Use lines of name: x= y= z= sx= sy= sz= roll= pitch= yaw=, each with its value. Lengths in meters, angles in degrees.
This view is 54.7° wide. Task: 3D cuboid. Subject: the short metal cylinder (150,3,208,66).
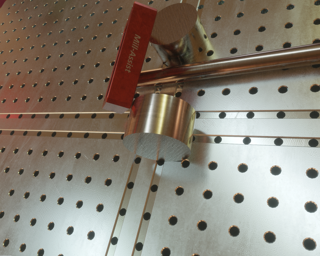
short metal cylinder: x=0.026 y=-0.139 z=0.464 sx=0.080 sy=0.050 sz=0.080 roll=-13 pitch=56 yaw=21

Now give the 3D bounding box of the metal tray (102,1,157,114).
metal tray: x=-0.043 y=-0.087 z=0.413 sx=0.090 sy=0.030 sz=0.129 roll=170 pitch=115 yaw=-76

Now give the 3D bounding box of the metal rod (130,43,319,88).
metal rod: x=0.082 y=-0.081 z=0.414 sx=0.300 sy=0.025 sz=0.025 roll=-4 pitch=60 yaw=26

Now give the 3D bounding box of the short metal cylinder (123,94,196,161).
short metal cylinder: x=0.000 y=0.002 z=0.372 sx=0.080 sy=0.080 sz=0.050 roll=-3 pitch=60 yaw=26
